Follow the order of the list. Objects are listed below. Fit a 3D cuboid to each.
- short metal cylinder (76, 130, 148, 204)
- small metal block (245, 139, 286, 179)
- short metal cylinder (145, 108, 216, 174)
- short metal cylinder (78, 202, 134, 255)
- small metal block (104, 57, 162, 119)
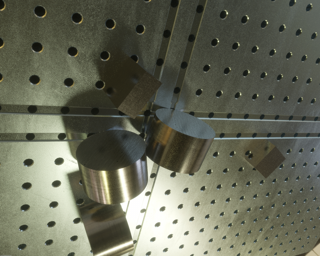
[{"bbox_3d":[-0.056,0.044,0.373,0.081,0.080,0.050,-15,125,-20],"label":"short metal cylinder"},{"bbox_3d":[0.187,0.055,0.547,0.050,0.025,0.050,-47,129,4],"label":"small metal block"},{"bbox_3d":[0.024,0.015,0.398,0.081,0.080,0.050,8,115,-32],"label":"short metal cylinder"},{"bbox_3d":[-0.074,0.136,0.420,0.050,0.080,0.079,-17,125,-19],"label":"short metal cylinder"},{"bbox_3d":[-0.032,-0.046,0.349,0.025,0.050,0.050,32,100,-38],"label":"small metal block"}]
